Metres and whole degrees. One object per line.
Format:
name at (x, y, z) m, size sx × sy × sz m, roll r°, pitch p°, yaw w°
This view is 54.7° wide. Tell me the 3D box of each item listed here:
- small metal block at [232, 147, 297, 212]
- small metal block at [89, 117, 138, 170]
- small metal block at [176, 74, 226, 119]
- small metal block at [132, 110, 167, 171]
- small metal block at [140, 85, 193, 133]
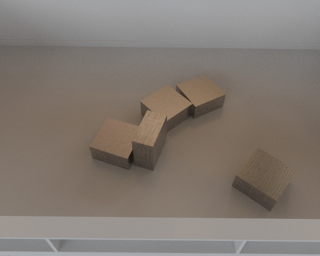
small metal block at (0.120, 0.058, 0.358) m, size 0.050 × 0.025 × 0.050 m, roll 33°, pitch 57°, yaw 24°
small metal block at (-0.052, 0.019, 0.388) m, size 0.050 × 0.025 × 0.050 m, roll 16°, pitch 52°, yaw 13°
small metal block at (0.057, -0.046, 0.445) m, size 0.050 × 0.025 × 0.050 m, roll -23°, pitch 54°, yaw -19°
small metal block at (-0.012, 0.015, 0.376) m, size 0.025 × 0.050 × 0.050 m, roll 15°, pitch 52°, yaw 12°
small metal block at (0.009, -0.027, 0.428) m, size 0.050 × 0.025 × 0.050 m, roll -34°, pitch 58°, yaw -26°
